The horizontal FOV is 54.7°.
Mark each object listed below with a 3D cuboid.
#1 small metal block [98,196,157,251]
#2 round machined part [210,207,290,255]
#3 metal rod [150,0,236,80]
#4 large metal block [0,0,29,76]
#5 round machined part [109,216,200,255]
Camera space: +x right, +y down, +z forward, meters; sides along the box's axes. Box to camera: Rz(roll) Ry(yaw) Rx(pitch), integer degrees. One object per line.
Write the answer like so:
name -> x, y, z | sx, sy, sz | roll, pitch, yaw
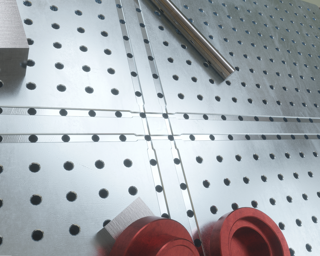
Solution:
small metal block -> -0.027, 0.110, 0.326 | 0.050, 0.025, 0.050 | 49, 51, 6
round machined part -> 0.100, 0.146, 0.362 | 0.099, 0.042, 0.098 | 14, 56, -21
metal rod -> 0.021, -0.202, 0.542 | 0.300, 0.025, 0.025 | 49, 51, 6
large metal block -> -0.201, -0.105, 0.348 | 0.081, 0.050, 0.080 | -9, 67, -32
round machined part -> 0.002, 0.136, 0.291 | 0.099, 0.042, 0.097 | 6, 81, -41
